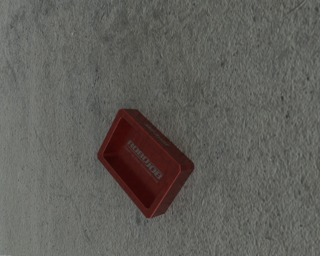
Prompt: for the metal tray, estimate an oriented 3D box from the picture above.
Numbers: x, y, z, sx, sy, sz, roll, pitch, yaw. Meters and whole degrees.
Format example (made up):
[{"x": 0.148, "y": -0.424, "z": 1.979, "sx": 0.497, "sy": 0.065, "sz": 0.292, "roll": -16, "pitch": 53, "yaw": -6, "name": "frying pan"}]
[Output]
[{"x": -0.025, "y": 0.044, "z": 0.422, "sx": 0.130, "sy": 0.030, "sz": 0.089, "roll": 43, "pitch": 116, "yaw": 31, "name": "metal tray"}]
